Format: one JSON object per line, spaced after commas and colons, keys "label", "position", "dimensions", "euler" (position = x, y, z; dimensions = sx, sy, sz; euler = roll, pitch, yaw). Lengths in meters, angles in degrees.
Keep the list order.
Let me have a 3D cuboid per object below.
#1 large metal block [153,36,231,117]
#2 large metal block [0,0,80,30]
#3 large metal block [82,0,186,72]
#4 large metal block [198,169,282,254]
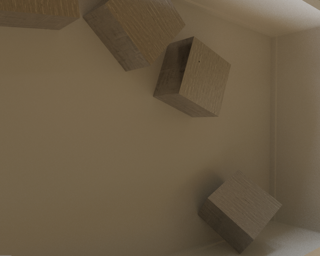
{"label": "large metal block", "position": [0.046, -0.066, 0.429], "dimensions": [0.080, 0.050, 0.080], "euler": [25, 75, -37]}
{"label": "large metal block", "position": [-0.127, -0.139, 0.284], "dimensions": [0.081, 0.050, 0.079], "euler": [-10, 97, -40]}
{"label": "large metal block", "position": [-0.028, -0.126, 0.367], "dimensions": [0.080, 0.050, 0.080], "euler": [51, 60, -28]}
{"label": "large metal block", "position": [0.118, 0.122, 0.462], "dimensions": [0.081, 0.080, 0.050], "euler": [-32, 151, -36]}
